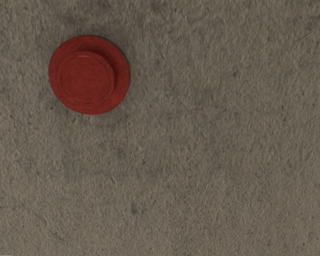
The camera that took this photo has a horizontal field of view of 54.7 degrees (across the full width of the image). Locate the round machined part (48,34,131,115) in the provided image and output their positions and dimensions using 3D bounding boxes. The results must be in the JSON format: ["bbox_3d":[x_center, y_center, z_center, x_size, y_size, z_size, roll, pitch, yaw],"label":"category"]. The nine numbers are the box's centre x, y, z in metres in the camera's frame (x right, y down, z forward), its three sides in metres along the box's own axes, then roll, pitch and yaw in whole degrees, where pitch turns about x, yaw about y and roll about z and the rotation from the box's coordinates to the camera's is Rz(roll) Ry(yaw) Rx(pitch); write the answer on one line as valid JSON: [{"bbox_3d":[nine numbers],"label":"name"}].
[{"bbox_3d":[-0.086,-0.062,0.377,0.099,0.042,0.097,0,110,-1],"label":"round machined part"}]
